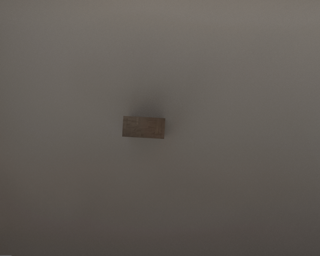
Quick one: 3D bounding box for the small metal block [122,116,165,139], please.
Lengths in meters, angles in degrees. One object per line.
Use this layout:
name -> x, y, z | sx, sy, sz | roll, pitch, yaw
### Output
small metal block -> -0.020, -0.001, 0.395 | 0.050, 0.050, 0.025 | 3, 90, -1
